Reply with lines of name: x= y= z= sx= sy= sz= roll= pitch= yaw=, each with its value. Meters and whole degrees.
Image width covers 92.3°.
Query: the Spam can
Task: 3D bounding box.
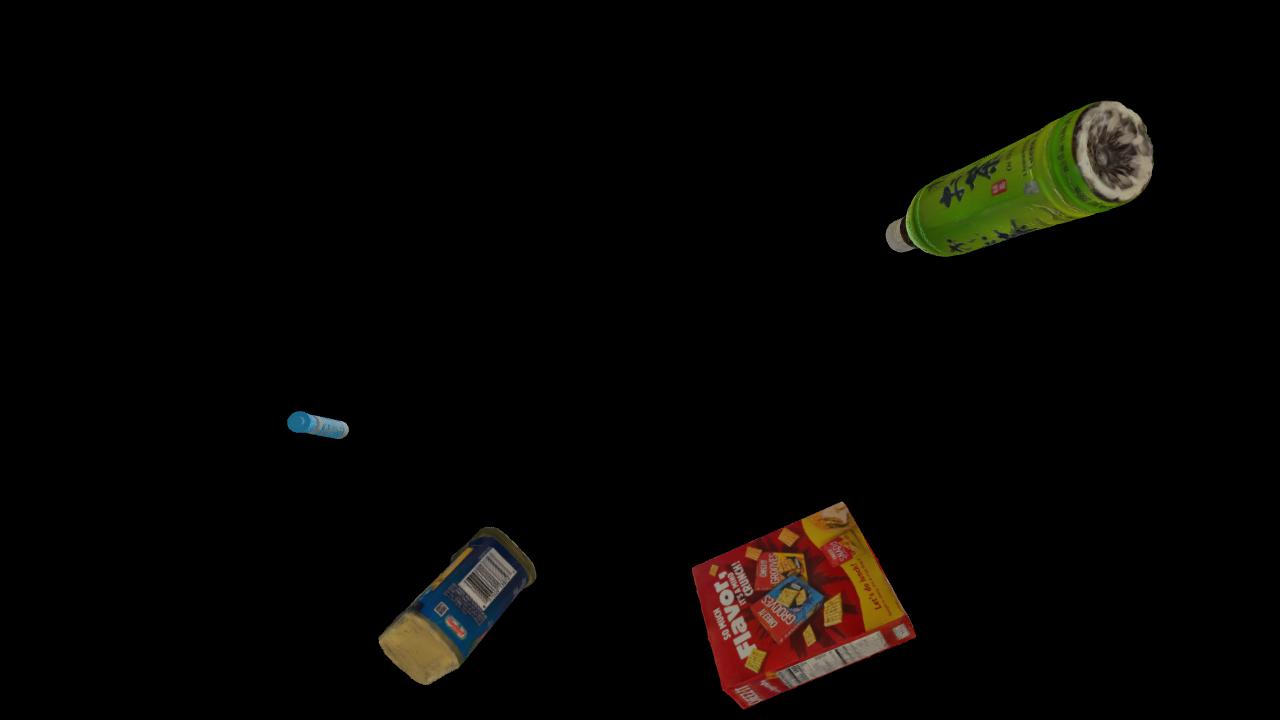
Spam can: x=-0.138 y=0.186 z=0.463 sx=0.101 sy=0.058 sz=0.085 roll=-45 pitch=0 yaw=41

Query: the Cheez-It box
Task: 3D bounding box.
Cheez-It box: x=0.188 y=0.294 z=0.749 sx=0.223 sy=0.071 sz=0.166 roll=-28 pitch=35 yaw=9

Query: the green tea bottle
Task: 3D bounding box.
green tea bottle: x=0.274 y=-0.124 z=0.486 sx=0.073 sy=0.073 sz=0.212 roll=0 pitch=-4 yaw=-13

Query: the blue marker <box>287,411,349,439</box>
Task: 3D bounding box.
blue marker: x=-0.305 y=0.063 z=0.586 sx=0.020 sy=0.020 sz=0.121 roll=0 pitch=-10 yaw=-10
